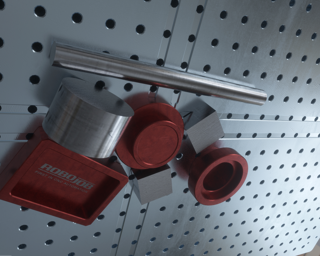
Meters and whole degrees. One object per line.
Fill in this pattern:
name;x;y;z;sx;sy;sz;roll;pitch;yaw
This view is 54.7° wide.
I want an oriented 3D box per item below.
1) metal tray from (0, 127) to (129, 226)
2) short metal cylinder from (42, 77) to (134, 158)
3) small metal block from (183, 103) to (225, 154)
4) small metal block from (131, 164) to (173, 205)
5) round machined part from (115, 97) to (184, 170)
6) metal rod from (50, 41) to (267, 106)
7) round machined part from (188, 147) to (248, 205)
metal tray;-0.115;0.065;0.384;0.090;0.030;0.130;-49;129;7
short metal cylinder;-0.075;-0.012;0.327;0.080;0.080;0.050;19;108;-36
small metal block;0.060;0.001;0.445;0.050;0.025;0.050;-33;129;-7
small metal block;-0.011;0.078;0.454;0.050;0.025;0.050;-18;126;-18
round machined part;-0.011;0.013;0.401;0.099;0.042;0.097;-13;121;-22
metal rod;0.022;-0.060;0.385;0.302;0.025;0.025;6;115;-31
round machined part;0.087;0.071;0.492;0.099;0.042;0.097;-14;124;-21
